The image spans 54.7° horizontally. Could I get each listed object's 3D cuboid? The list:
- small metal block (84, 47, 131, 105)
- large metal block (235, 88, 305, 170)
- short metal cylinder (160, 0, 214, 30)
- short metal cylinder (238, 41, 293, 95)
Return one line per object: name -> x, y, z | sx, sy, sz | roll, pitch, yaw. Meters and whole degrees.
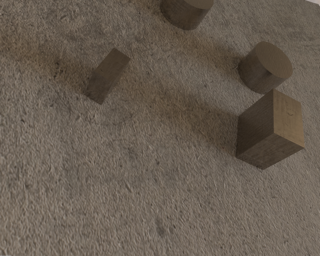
small metal block -> -0.066, -0.065, 0.391 | 0.025, 0.050, 0.050 | 33, 51, -7
large metal block -> 0.158, 0.003, 0.451 | 0.050, 0.080, 0.080 | 25, 53, -14
short metal cylinder -> 0.047, -0.221, 0.548 | 0.081, 0.050, 0.080 | 14, 56, -21
short metal cylinder -> 0.187, -0.107, 0.554 | 0.081, 0.050, 0.080 | 14, 56, -21
